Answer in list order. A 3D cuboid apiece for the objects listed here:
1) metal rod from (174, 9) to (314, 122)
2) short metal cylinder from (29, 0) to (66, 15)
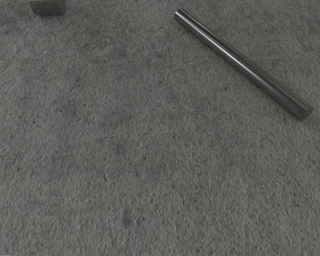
[{"bbox_3d":[0.118,-0.115,0.500,0.025,0.025,0.300,-26,55,-20],"label":"metal rod"},{"bbox_3d":[-0.211,-0.254,0.579,0.050,0.080,0.080,-5,50,-4],"label":"short metal cylinder"}]
